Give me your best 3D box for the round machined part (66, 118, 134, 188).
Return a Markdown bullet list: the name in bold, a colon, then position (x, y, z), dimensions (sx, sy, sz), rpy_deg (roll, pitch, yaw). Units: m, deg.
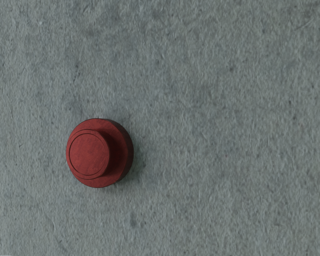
- **round machined part**: position (-0.090, 0.035, 0.430), dimensions (0.098, 0.042, 0.097), rpy_deg (0, 90, 19)
